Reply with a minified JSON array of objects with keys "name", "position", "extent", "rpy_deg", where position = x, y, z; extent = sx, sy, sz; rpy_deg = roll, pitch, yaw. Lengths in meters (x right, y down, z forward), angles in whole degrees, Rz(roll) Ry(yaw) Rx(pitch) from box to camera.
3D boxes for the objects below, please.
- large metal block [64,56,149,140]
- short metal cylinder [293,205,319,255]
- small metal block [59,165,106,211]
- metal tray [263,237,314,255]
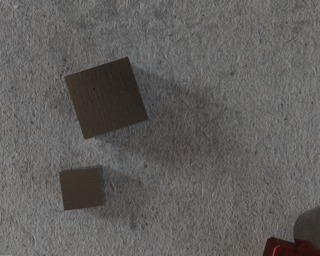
[{"name":"large metal block","position":[-0.065,-0.036,0.397],"extent":[0.080,0.050,0.080],"rpy_deg":[-18,90,0]},{"name":"short metal cylinder","position":[0.216,0.135,0.382],"extent":[0.081,0.050,0.080],"rpy_deg":[4,60,-7]},{"name":"small metal block","position":[-0.101,0.078,0.409],"extent":[0.050,0.025,0.050],"rpy_deg":[-8,90,0]},{"name":"metal tray","position":[0.199,0.208,0.409],"extent":[0.131,0.030,0.090],"rpy_deg":[16,90,0]}]
